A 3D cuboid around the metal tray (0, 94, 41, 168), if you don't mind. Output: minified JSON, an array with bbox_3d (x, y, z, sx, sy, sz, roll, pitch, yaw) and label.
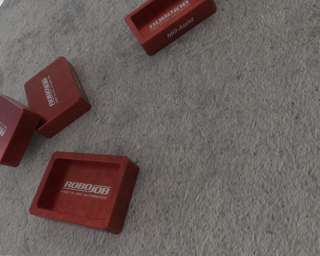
[{"bbox_3d":[-0.254,0.000,0.511,0.130,0.030,0.090,22,88,43],"label":"metal tray"}]

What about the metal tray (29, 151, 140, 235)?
[{"bbox_3d":[-0.099,0.080,0.403,0.130,0.030,0.090,1,62,28],"label":"metal tray"}]

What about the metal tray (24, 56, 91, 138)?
[{"bbox_3d":[-0.178,-0.056,0.528,0.090,0.030,0.130,-35,51,4],"label":"metal tray"}]

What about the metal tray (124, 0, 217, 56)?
[{"bbox_3d":[0.014,-0.186,0.507,0.130,0.030,0.090,-33,51,6],"label":"metal tray"}]
